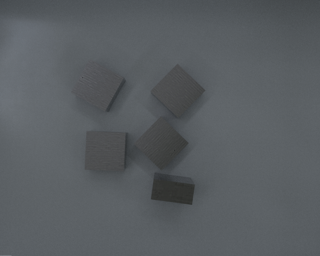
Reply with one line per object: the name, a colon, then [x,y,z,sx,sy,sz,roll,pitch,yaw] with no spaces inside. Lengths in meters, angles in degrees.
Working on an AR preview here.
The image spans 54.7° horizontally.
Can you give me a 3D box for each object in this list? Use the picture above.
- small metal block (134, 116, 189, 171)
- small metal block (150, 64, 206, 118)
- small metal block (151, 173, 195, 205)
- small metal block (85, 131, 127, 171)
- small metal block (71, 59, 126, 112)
small metal block: [0.002,0.020,0.411,0.050,0.025,0.050,44,90,-1]
small metal block: [0.023,-0.048,0.412,0.050,0.025,0.050,44,90,-1]
small metal block: [0.016,0.077,0.399,0.050,0.050,0.025,8,90,-1]
small metal block: [-0.071,0.030,0.411,0.050,0.025,0.050,3,90,-1]
small metal block: [-0.081,-0.055,0.410,0.050,0.025,0.050,29,90,-1]
